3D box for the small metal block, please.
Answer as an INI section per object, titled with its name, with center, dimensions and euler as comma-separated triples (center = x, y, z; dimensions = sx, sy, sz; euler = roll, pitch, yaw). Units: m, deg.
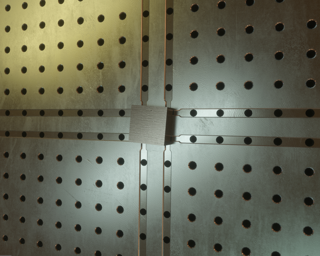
[small metal block]
center = -0.012, -0.004, 0.416
dimensions = 0.050, 0.025, 0.050
euler = 5, 92, 19
